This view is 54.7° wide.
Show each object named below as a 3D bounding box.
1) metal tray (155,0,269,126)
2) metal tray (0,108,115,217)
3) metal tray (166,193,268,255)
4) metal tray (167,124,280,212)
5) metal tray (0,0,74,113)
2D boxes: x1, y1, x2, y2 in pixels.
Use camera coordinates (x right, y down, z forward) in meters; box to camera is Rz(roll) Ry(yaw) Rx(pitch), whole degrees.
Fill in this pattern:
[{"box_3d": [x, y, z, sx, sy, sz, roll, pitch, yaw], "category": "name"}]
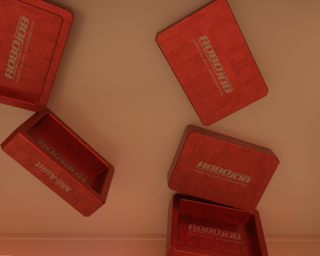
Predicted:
[{"box_3d": [0.064, -0.078, 0.381, 0.090, 0.030, 0.130, -28, 108, 9], "category": "metal tray"}, {"box_3d": [-0.119, 0.039, 0.389, 0.030, 0.090, 0.130, -41, 106, 14], "category": "metal tray"}, {"box_3d": [0.077, 0.145, 0.428, 0.131, 0.090, 0.030, 12, 128, -5], "category": "metal tray"}, {"box_3d": [0.085, 0.057, 0.431, 0.131, 0.030, 0.089, 17, 109, -7], "category": "metal tray"}, {"box_3d": [-0.163, -0.090, 0.359, 0.091, 0.030, 0.129, 16, 111, -24], "category": "metal tray"}]
